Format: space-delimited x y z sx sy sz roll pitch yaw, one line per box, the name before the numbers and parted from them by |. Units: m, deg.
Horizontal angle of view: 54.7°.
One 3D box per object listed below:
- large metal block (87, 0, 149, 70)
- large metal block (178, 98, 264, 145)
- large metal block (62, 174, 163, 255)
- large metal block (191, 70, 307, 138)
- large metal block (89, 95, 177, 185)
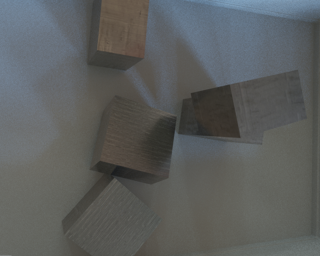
large metal block | -0.051 -0.117 0.363 0.050 0.080 0.080 6 88 -20
large metal block | 0.080 -0.010 0.412 0.081 0.080 0.050 9 87 -20
large metal block | -0.059 0.112 0.377 0.080 0.050 0.080 45 76 -15
large metal block | 0.091 -0.024 0.331 0.081 0.080 0.050 -14 95 -20
large metal block | -0.031 0.017 0.374 0.081 0.050 0.080 18 65 -20
